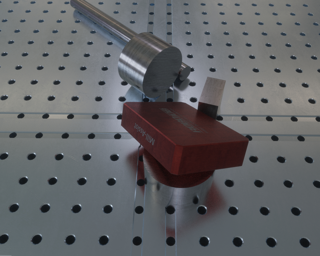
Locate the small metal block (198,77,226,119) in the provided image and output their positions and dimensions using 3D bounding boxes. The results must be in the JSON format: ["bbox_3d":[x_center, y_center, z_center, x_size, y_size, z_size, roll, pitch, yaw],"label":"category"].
[{"bbox_3d":[0.068,-0.032,0.419,0.025,0.050,0.050,14,52,12],"label":"small metal block"}]

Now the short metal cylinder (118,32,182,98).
[{"bbox_3d":[-0.013,-0.091,0.448,0.050,0.080,0.080,37,59,26],"label":"short metal cylinder"}]

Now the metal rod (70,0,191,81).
[{"bbox_3d":[-0.064,-0.168,0.547,0.025,0.025,0.300,-36,59,-26],"label":"metal rod"}]

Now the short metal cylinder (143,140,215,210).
[{"bbox_3d":[0.022,0.045,0.354,0.081,0.050,0.080,0,50,0],"label":"short metal cylinder"}]

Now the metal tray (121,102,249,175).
[{"bbox_3d":[0.022,0.004,0.351,0.091,0.030,0.130,-3,23,-30],"label":"metal tray"}]
